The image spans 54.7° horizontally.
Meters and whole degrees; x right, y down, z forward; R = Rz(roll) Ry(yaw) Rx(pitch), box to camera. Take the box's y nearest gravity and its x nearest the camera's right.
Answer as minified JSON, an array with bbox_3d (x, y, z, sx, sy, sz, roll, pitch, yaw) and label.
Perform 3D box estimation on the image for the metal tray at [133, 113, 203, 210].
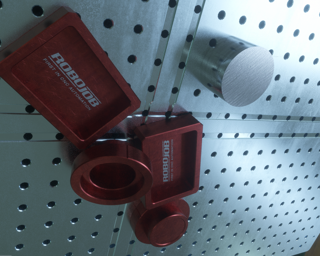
[{"bbox_3d":[0.013,0.050,0.447,0.091,0.030,0.129,-15,125,-21],"label":"metal tray"}]

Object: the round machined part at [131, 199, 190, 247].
[{"bbox_3d":[0.006,0.152,0.500,0.099,0.042,0.097,-14,124,-21],"label":"round machined part"}]

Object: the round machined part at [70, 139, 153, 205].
[{"bbox_3d":[-0.059,0.052,0.387,0.099,0.042,0.097,-4,134,-4],"label":"round machined part"}]

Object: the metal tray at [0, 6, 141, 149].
[{"bbox_3d":[-0.091,-0.047,0.330,0.090,0.030,0.130,-38,130,-3],"label":"metal tray"}]

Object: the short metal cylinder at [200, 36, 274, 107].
[{"bbox_3d":[0.100,-0.074,0.406,0.081,0.050,0.079,-14,125,-21],"label":"short metal cylinder"}]
